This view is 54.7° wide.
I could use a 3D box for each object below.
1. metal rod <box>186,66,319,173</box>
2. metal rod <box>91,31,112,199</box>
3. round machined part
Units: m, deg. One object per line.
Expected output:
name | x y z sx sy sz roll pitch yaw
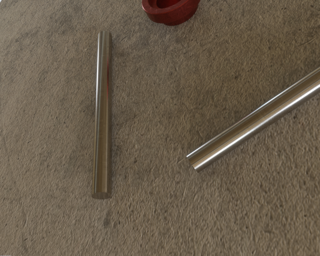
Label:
metal rod | 0.161 -0.043 0.345 0.300 0.025 0.025 -34 52 5
metal rod | -0.086 -0.039 0.470 0.025 0.025 0.299 -18 55 18
round machined part | 0.023 -0.207 0.506 0.098 0.042 0.098 -13 56 20
